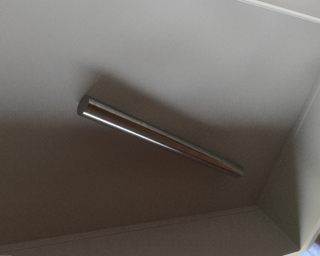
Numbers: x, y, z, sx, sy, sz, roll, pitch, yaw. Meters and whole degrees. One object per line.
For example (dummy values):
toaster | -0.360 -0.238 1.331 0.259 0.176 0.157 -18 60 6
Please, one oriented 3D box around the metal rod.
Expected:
metal rod | 0.023 0.024 0.437 0.302 0.025 0.025 25 105 -37
